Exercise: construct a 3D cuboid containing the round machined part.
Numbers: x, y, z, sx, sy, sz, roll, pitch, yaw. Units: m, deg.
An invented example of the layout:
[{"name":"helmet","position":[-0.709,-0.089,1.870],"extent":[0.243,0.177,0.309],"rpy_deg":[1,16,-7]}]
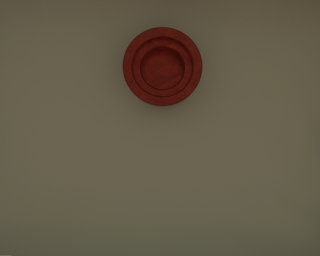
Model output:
[{"name":"round machined part","position":[0.003,-0.076,0.403],"extent":[0.099,0.042,0.097],"rpy_deg":[0,90,-1]}]
